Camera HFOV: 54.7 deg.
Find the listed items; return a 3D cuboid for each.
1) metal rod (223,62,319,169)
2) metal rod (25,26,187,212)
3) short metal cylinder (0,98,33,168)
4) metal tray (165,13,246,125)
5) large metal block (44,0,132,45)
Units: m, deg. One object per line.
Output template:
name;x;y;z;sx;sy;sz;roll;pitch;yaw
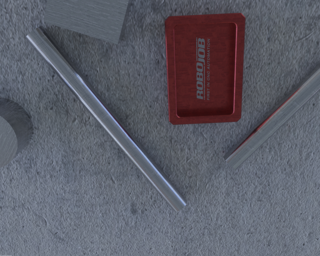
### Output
metal rod;0.195;-0.058;0.391;0.025;0.025;0.299;39;105;-14
metal rod;-0.060;0.000;0.408;0.025;0.025;0.300;-35;107;11
short metal cylinder;-0.212;0.006;0.396;0.081;0.050;0.079;0;110;-1
metal tray;0.054;-0.071;0.381;0.091;0.030;0.129;-3;110;0
large metal block;-0.073;-0.146;0.342;0.080;0.050;0.079;16;109;-6
